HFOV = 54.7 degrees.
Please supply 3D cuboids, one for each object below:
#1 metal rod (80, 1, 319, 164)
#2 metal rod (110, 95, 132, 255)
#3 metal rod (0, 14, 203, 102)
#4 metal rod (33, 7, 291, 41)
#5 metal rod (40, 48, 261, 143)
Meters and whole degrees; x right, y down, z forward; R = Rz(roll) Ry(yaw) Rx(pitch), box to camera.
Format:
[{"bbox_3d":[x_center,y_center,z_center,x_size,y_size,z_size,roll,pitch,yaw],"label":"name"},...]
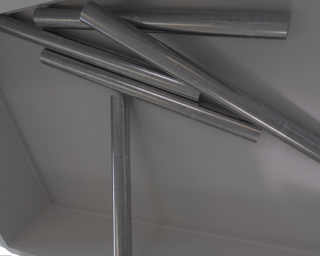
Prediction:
[{"bbox_3d":[0.050,-0.048,0.333,0.301,0.025,0.025,31,129,0],"label":"metal rod"},{"bbox_3d":[-0.051,0.106,0.414,0.025,0.025,0.298,-1,90,28],"label":"metal rod"},{"bbox_3d":[-0.086,-0.095,0.395,0.301,0.025,0.025,21,127,15],"label":"metal rod"},{"bbox_3d":[-0.018,-0.118,0.344,0.301,0.025,0.025,10,123,22],"label":"metal rod"},{"bbox_3d":[-0.022,-0.047,0.390,0.301,0.025,0.025,21,127,15],"label":"metal rod"}]
